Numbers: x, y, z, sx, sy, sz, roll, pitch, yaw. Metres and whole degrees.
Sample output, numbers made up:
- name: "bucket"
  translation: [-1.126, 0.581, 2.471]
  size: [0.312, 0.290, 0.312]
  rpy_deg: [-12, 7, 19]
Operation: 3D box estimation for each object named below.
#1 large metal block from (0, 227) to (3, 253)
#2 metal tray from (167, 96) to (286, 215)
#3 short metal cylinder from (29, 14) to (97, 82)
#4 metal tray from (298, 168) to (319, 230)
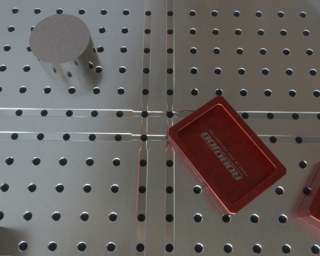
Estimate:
- name: "large metal block"
  translation: [-0.231, 0.134, 0.332]
  size: [0.081, 0.080, 0.050]
  rpy_deg: [-4, 70, -2]
- name: "metal tray"
  translation: [0.082, 0.033, 0.397]
  size: [0.090, 0.030, 0.130]
  rpy_deg: [-34, 74, -12]
- name: "short metal cylinder"
  translation: [-0.134, -0.112, 0.438]
  size: [0.081, 0.050, 0.080]
  rpy_deg: [0, 70, 0]
- name: "metal tray"
  translation: [0.249, 0.102, 0.373]
  size: [0.130, 0.030, 0.090]
  rpy_deg: [32, 73, 11]
